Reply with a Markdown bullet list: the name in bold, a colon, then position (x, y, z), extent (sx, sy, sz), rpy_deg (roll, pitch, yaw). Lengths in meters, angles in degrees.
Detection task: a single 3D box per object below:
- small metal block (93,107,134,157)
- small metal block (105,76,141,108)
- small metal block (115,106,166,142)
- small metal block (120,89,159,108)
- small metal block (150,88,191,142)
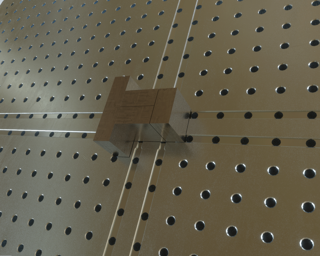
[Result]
- **small metal block**: position (-0.058, 0.006, 0.416), extent (0.025, 0.050, 0.050), rpy_deg (0, 62, 28)
- **small metal block**: position (-0.047, -0.038, 0.438), extent (0.025, 0.050, 0.050), rpy_deg (0, 62, 28)
- **small metal block**: position (-0.022, -0.005, 0.404), extent (0.050, 0.050, 0.025), rpy_deg (0, 62, 28)
- **small metal block**: position (-0.016, -0.027, 0.415), extent (0.050, 0.050, 0.025), rpy_deg (0, 62, 28)
- **small metal block**: position (0.015, -0.016, 0.392), extent (0.025, 0.050, 0.050), rpy_deg (0, 62, 28)
